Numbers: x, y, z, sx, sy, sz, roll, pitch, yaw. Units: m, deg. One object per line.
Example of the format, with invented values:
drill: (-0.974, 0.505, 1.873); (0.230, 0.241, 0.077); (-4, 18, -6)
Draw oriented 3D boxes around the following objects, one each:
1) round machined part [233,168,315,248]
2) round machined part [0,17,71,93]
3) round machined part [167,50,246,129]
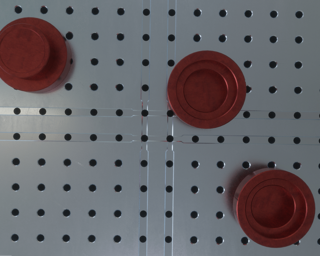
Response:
round machined part: (0.144, 0.101, 0.406); (0.099, 0.042, 0.097); (0, 90, 0)
round machined part: (-0.171, -0.096, 0.404); (0.099, 0.042, 0.097); (0, 90, 0)
round machined part: (0.058, -0.048, 0.405); (0.099, 0.042, 0.097); (0, 90, 0)
